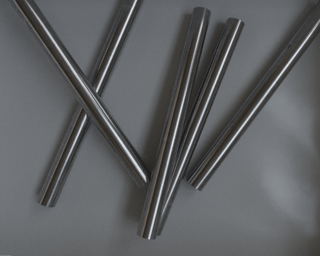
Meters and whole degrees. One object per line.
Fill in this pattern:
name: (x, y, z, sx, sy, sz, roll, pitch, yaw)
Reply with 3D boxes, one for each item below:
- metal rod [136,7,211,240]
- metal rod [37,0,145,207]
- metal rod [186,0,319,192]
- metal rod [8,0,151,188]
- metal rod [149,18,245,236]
metal rod: (0.020, -0.010, 0.398, 0.025, 0.025, 0.299, 14, 85, 0)
metal rod: (-0.091, -0.038, 0.410, 0.025, 0.025, 0.299, 23, 90, 0)
metal rod: (0.134, -0.043, 0.412, 0.025, 0.025, 0.299, 37, 90, 0)
metal rod: (-0.099, -0.053, 0.381, 0.025, 0.025, 0.299, -33, 100, 0)
metal rod: (0.045, -0.002, 0.411, 0.025, 0.025, 0.299, 22, 90, 0)
